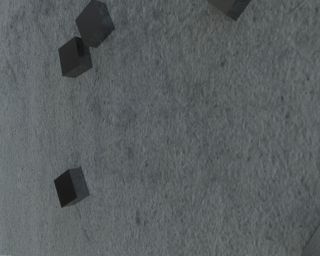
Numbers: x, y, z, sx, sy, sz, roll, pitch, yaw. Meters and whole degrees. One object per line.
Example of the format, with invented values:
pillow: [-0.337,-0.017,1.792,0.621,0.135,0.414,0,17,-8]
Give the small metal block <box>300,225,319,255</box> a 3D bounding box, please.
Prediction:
small metal block: [0.159,0.113,0.273,0.050,0.025,0.050,34,111,34]

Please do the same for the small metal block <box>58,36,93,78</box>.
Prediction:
small metal block: [-0.142,-0.118,0.519,0.050,0.025,0.050,-19,78,38]

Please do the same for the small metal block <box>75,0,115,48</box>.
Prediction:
small metal block: [-0.103,-0.163,0.487,0.050,0.025,0.050,-34,69,34]

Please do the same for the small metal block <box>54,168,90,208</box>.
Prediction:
small metal block: [-0.151,0.101,0.526,0.050,0.025,0.050,-35,69,34]

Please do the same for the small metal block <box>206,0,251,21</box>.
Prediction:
small metal block: [0.077,-0.156,0.340,0.050,0.025,0.050,50,119,27]
